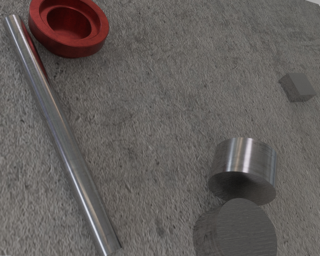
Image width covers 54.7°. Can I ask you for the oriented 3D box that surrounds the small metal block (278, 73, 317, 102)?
[{"bbox_3d":[0.263,-0.078,0.593,0.050,0.025,0.050,-6,65,-31],"label":"small metal block"}]

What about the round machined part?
[{"bbox_3d":[-0.121,-0.131,0.408,0.099,0.042,0.098,14,56,-21],"label":"round machined part"}]

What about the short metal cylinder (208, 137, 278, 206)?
[{"bbox_3d":[0.105,0.056,0.391,0.080,0.080,0.050,28,52,-11],"label":"short metal cylinder"}]

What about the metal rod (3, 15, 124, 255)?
[{"bbox_3d":[-0.115,-0.005,0.344,0.025,0.025,0.299,-17,71,-35],"label":"metal rod"}]

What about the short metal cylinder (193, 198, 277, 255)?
[{"bbox_3d":[0.085,0.127,0.356,0.081,0.050,0.080,14,56,-21],"label":"short metal cylinder"}]
